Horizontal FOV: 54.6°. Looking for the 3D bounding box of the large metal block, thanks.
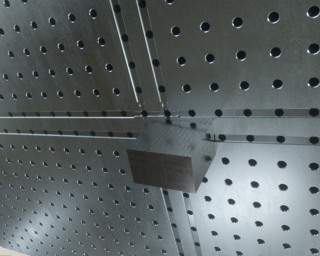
[{"bbox_3d":[0.017,0.030,0.386,0.080,0.080,0.050,5,121,26],"label":"large metal block"}]
